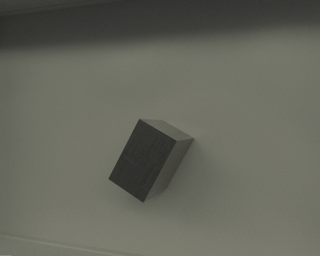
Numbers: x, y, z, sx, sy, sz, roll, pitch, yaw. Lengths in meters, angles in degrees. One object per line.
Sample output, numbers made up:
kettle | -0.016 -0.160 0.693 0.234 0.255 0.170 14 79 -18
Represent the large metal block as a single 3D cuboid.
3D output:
large metal block | -0.007 0.036 0.383 0.050 0.080 0.080 31 100 17
